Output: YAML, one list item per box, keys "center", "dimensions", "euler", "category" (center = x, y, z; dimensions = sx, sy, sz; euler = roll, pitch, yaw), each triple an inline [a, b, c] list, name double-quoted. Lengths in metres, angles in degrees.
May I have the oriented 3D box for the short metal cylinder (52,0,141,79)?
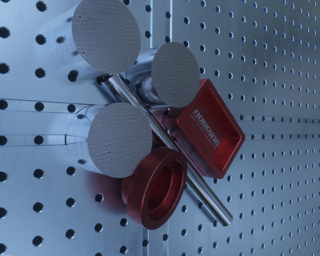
- center: [-0.068, -0.095, 0.335]
  dimensions: [0.081, 0.050, 0.080]
  euler: [0, 90, -40]
  category: "short metal cylinder"

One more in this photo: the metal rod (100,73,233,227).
- center: [0.023, 0.043, 0.429]
  dimensions: [0.300, 0.025, 0.025]
  euler: [52, 60, -27]
  category: "metal rod"

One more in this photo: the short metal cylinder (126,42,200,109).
- center: [0.005, -0.065, 0.396]
  dimensions: [0.081, 0.050, 0.080]
  euler: [0, 90, -40]
  category: "short metal cylinder"

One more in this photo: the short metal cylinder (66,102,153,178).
- center: [-0.056, 0.013, 0.346]
  dimensions: [0.081, 0.050, 0.080]
  euler: [0, 90, -40]
  category: "short metal cylinder"

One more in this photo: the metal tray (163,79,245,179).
- center: [0.071, 0.003, 0.464]
  dimensions: [0.130, 0.030, 0.090]
  euler: [51, 61, -28]
  category: "metal tray"

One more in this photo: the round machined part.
- center: [-0.009, 0.069, 0.376]
  dimensions: [0.099, 0.042, 0.097]
  euler: [-34, 133, -47]
  category: "round machined part"
